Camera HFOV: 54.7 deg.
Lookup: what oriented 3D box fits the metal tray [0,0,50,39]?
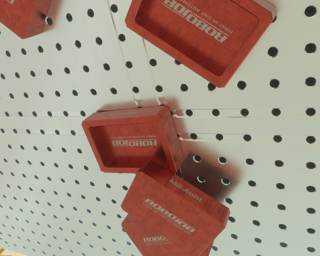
[{"bbox_3d":[-0.204,-0.189,0.396,0.130,0.030,0.089,38,129,2],"label":"metal tray"}]

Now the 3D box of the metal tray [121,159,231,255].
[{"bbox_3d":[0.018,0.112,0.427,0.130,0.030,0.089,32,128,7],"label":"metal tray"}]

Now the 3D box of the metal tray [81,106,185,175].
[{"bbox_3d":[-0.039,0.020,0.439,0.130,0.030,0.089,-3,117,29],"label":"metal tray"}]

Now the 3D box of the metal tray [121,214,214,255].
[{"bbox_3d":[0.010,0.173,0.509,0.130,0.030,0.090,-20,108,35],"label":"metal tray"}]

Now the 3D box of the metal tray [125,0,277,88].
[{"bbox_3d":[0.037,-0.113,0.317,0.130,0.030,0.089,35,129,4],"label":"metal tray"}]
